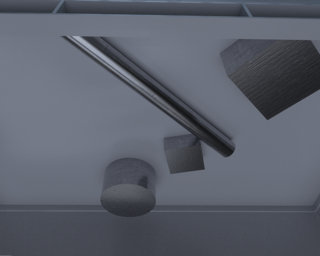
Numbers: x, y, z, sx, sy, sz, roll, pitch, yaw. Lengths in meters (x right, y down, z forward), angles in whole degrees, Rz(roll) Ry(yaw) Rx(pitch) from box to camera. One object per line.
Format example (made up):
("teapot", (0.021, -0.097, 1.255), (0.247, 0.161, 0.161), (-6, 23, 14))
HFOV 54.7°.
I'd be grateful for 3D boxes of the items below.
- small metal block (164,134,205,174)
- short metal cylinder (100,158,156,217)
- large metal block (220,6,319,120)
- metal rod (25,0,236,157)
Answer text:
("small metal block", (0.035, 0.037, 0.441), (0.050, 0.025, 0.050), (-9, 130, 7))
("short metal cylinder", (-0.046, 0.091, 0.469), (0.081, 0.050, 0.079), (0, 130, 0))
("large metal block", (0.125, -0.068, 0.337), (0.080, 0.050, 0.080), (-35, 122, 26))
("metal rod", (-0.014, -0.047, 0.368), (0.301, 0.025, 0.025), (35, 122, -27))
